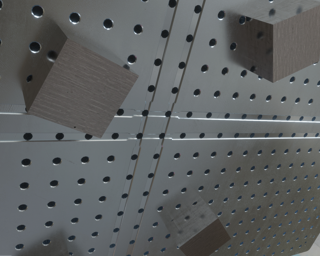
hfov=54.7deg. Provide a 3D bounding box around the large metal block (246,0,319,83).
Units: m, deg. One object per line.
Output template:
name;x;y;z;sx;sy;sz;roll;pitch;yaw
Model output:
large metal block;0.166;-0.119;0.415;0.080;0.050;0.080;-25;128;-13

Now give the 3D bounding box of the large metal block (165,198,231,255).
large metal block;0.069;0.186;0.550;0.080;0.050;0.080;-36;129;-5

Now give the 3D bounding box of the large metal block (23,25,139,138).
large metal block;-0.083;-0.046;0.322;0.080;0.050;0.080;23;106;-37

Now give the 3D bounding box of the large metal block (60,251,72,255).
large metal block;-0.153;0.245;0.465;0.080;0.050;0.080;-28;128;-11
